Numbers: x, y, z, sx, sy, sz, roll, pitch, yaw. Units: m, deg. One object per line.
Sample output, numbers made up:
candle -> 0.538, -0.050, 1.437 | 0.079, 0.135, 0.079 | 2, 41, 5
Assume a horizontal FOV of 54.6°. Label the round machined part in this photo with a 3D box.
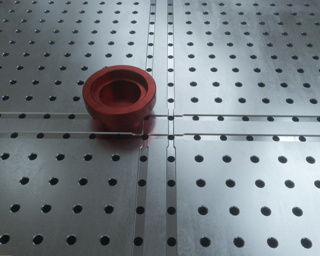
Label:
round machined part -> -0.054, -0.040, 0.431 | 0.099, 0.042, 0.098 | 0, 50, 0
